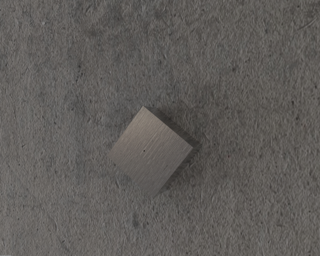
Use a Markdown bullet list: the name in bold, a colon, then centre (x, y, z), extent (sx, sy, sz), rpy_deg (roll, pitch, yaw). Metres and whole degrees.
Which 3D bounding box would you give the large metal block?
- **large metal block**: centre (-0.006, 0.029, 0.398), extent (0.080, 0.050, 0.080), rpy_deg (40, 103, 15)
